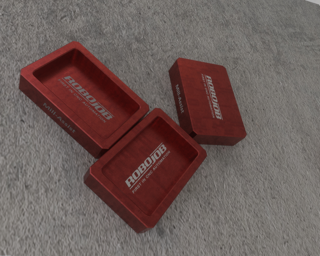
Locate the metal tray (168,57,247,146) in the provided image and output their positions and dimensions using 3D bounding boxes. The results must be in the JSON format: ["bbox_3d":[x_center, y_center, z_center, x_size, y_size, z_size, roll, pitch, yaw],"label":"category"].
[{"bbox_3d":[0.069,-0.039,0.461,0.091,0.030,0.130,4,60,-26],"label":"metal tray"}]

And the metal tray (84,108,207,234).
[{"bbox_3d":[-0.012,0.044,0.366,0.090,0.030,0.131,43,51,2],"label":"metal tray"}]

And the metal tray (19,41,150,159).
[{"bbox_3d":[-0.089,-0.037,0.374,0.130,0.030,0.090,42,51,1],"label":"metal tray"}]
